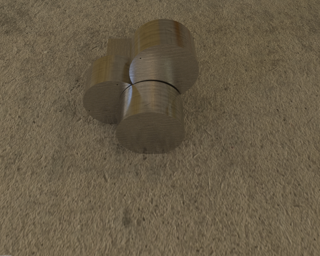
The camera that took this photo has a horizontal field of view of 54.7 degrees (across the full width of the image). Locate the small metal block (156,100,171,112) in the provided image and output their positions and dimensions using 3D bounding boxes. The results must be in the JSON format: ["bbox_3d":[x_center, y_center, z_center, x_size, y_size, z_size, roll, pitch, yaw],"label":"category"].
[{"bbox_3d":[0.008,-0.039,0.424,0.025,0.050,0.050,1,50,1],"label":"small metal block"}]

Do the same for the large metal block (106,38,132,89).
[{"bbox_3d":[-0.037,-0.090,0.465,0.081,0.050,0.080,-1,50,-1],"label":"large metal block"}]

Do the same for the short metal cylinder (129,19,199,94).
[{"bbox_3d":[0.004,-0.082,0.374,0.081,0.080,0.050,-2,50,-2],"label":"short metal cylinder"}]

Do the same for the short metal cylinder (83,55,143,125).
[{"bbox_3d":[-0.058,-0.049,0.411,0.081,0.080,0.050,-2,50,-2],"label":"short metal cylinder"}]

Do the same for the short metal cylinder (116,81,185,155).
[{"bbox_3d":[-0.011,-0.011,0.379,0.081,0.080,0.050,0,50,0],"label":"short metal cylinder"}]
